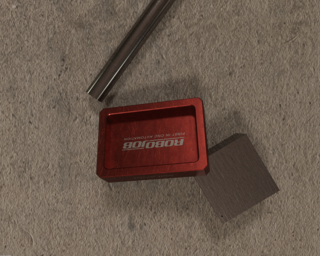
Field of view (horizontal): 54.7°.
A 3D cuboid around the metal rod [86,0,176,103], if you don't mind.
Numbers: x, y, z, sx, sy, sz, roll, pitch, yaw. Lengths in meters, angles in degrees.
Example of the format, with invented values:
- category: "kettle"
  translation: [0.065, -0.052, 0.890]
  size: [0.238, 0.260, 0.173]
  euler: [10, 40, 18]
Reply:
- category: "metal rod"
  translation: [0.000, -0.162, 0.409]
  size: [0.025, 0.025, 0.299]
  euler: [36, 90, -1]

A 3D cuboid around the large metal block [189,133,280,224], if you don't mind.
- category: "large metal block"
  translation: [0.090, 0.062, 0.399]
  size: [0.080, 0.050, 0.080]
  euler: [-31, 90, 0]

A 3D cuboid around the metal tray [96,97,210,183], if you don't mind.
- category: "metal tray"
  translation: [-0.009, 0.016, 0.379]
  size: [0.131, 0.030, 0.090]
  euler: [-6, 67, 10]
